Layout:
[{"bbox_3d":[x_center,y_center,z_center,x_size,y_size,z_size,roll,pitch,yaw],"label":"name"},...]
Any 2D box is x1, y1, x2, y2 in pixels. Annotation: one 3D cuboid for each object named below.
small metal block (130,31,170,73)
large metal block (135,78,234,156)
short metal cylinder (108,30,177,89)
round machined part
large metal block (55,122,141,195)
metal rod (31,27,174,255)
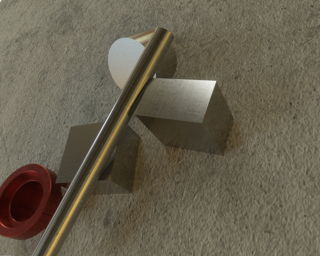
[{"bbox_3d":[-0.015,-0.117,0.482,0.050,0.025,0.050,-8,58,23],"label":"small metal block"},{"bbox_3d":[0.032,-0.013,0.359,0.080,0.080,0.050,8,66,31],"label":"large metal block"},{"bbox_3d":[-0.024,-0.089,0.425,0.080,0.079,0.050,12,33,33],"label":"short metal cylinder"},{"bbox_3d":[-0.173,0.101,0.419,0.098,0.042,0.098,-13,56,20],"label":"round machined part"},{"bbox_3d":[-0.078,0.040,0.402,0.080,0.050,0.080,-7,58,24],"label":"large metal block"},{"bbox_3d":[-0.063,0.018,0.352,0.025,0.025,0.299,22,81,36],"label":"metal rod"}]
